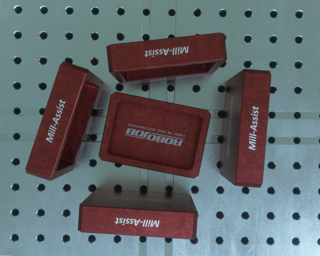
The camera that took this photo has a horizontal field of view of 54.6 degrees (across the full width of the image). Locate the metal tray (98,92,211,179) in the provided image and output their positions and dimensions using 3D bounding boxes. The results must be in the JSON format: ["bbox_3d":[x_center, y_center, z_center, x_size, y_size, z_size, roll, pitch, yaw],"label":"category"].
[{"bbox_3d":[-0.007,0.009,0.410,0.131,0.030,0.090,11,90,-1],"label":"metal tray"}]

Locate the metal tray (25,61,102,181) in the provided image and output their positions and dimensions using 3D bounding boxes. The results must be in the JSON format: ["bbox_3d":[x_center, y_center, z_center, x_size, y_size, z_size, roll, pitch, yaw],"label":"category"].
[{"bbox_3d":[-0.113,-0.008,0.380,0.030,0.090,0.129,18,90,0],"label":"metal tray"}]

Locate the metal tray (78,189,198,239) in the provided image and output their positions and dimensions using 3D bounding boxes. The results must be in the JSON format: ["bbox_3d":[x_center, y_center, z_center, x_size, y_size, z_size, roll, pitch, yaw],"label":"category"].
[{"bbox_3d":[-0.024,0.102,0.381,0.131,0.090,0.030,4,90,0],"label":"metal tray"}]

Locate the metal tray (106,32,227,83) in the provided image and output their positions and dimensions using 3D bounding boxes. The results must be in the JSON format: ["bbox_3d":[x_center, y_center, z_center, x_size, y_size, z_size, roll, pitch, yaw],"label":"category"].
[{"bbox_3d":[0.008,-0.083,0.380,0.131,0.090,0.030,-6,90,0],"label":"metal tray"}]

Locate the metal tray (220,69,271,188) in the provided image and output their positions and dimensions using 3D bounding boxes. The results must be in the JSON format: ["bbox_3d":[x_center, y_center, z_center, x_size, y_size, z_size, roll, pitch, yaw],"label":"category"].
[{"bbox_3d":[0.102,0.000,0.381,0.030,0.090,0.129,5,90,0],"label":"metal tray"}]
